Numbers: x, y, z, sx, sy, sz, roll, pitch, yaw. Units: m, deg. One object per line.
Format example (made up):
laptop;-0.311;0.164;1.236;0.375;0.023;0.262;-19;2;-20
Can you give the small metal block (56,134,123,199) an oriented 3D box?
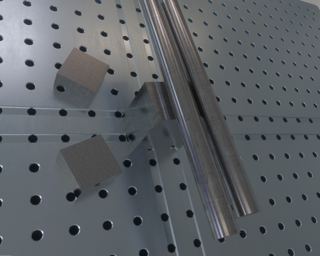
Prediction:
small metal block;-0.078;0.041;0.341;0.050;0.025;0.050;-23;74;-36

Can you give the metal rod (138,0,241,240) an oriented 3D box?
metal rod;0.022;-0.034;0.338;0.025;0.025;0.299;-2;63;-29

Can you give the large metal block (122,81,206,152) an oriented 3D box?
large metal block;0.009;-0.014;0.387;0.081;0.080;0.050;-6;65;-31

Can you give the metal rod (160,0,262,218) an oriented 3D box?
metal rod;0.047;-0.047;0.359;0.025;0.025;0.299;-3;63;-30

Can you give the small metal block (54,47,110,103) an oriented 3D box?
small metal block;-0.099;-0.068;0.396;0.050;0.025;0.050;27;52;-12
